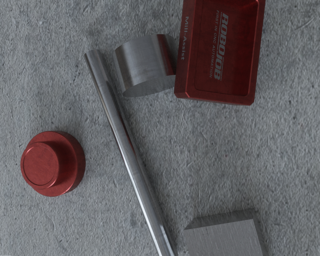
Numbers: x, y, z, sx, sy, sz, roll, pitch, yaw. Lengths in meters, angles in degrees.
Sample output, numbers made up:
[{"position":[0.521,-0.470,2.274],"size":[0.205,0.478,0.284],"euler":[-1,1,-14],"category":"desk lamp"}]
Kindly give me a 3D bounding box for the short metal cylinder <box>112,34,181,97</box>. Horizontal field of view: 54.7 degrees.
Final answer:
[{"position":[-0.014,-0.075,0.384],"size":[0.080,0.080,0.050],"euler":[-17,84,19],"category":"short metal cylinder"}]

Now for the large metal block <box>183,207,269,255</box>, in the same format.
[{"position":[0.082,0.147,0.366],"size":[0.080,0.050,0.080],"euler":[-16,85,19],"category":"large metal block"}]

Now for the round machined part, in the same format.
[{"position":[-0.163,0.053,0.456],"size":[0.098,0.042,0.097],"euler":[0,90,19],"category":"round machined part"}]

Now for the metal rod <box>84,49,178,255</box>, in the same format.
[{"position":[-0.042,0.032,0.422],"size":[0.025,0.025,0.299],"euler":[-24,82,18],"category":"metal rod"}]

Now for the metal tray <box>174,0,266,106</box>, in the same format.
[{"position":[0.069,-0.094,0.353],"size":[0.091,0.030,0.129],"euler":[5,92,-23],"category":"metal tray"}]
